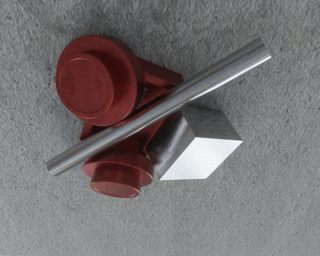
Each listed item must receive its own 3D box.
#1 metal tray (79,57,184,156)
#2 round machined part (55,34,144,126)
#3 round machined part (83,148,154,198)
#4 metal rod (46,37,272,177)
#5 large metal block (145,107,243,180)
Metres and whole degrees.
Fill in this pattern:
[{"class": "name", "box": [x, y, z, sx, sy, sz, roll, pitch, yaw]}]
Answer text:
[{"class": "metal tray", "box": [-0.037, -0.022, 0.386, 0.091, 0.030, 0.129, 19, 128, -16]}, {"class": "round machined part", "box": [-0.070, -0.048, 0.330, 0.098, 0.042, 0.097, 7, 111, 19]}, {"class": "round machined part", "box": [-0.059, 0.067, 0.432, 0.099, 0.042, 0.098, 6, 151, 4]}, {"class": "metal rod", "box": [-0.019, -0.013, 0.359, 0.300, 0.025, 0.025, -28, 125, 22]}, {"class": "large metal block", "box": [0.042, 0.021, 0.392, 0.081, 0.050, 0.080, 6, 134, -37]}]
